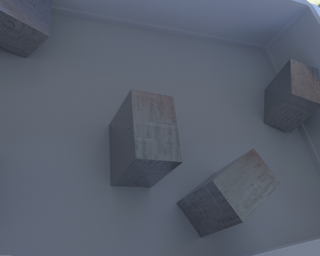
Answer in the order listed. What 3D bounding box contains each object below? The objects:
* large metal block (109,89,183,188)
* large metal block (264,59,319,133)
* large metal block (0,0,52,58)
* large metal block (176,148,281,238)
[{"bbox_3d":[-0.021,0.015,0.350,0.050,0.080,0.080,8,59,-24],"label":"large metal block"},{"bbox_3d":[0.217,-0.052,0.514,0.050,0.080,0.080,19,54,-4],"label":"large metal block"},{"bbox_3d":[-0.178,-0.143,0.363,0.080,0.050,0.080,24,49,-44],"label":"large metal block"},{"bbox_3d":[0.079,0.077,0.366,0.081,0.080,0.050,-28,78,-37],"label":"large metal block"}]
